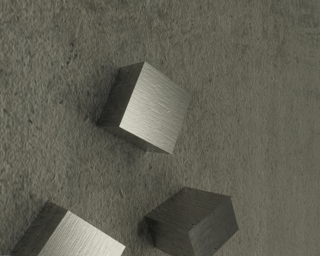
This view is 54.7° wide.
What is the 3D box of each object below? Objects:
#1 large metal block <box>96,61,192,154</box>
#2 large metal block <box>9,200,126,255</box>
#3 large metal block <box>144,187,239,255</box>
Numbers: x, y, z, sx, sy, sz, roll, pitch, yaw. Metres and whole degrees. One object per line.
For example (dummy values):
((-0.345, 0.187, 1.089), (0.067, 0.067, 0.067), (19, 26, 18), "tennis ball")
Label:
((-0.017, -0.021, 0.374), (0.080, 0.050, 0.080), (31, 71, -36), "large metal block")
((-0.096, 0.132, 0.309), (0.080, 0.050, 0.080), (46, 63, -30), "large metal block")
((0.041, 0.124, 0.403), (0.081, 0.080, 0.050), (-27, 107, -37), "large metal block")
